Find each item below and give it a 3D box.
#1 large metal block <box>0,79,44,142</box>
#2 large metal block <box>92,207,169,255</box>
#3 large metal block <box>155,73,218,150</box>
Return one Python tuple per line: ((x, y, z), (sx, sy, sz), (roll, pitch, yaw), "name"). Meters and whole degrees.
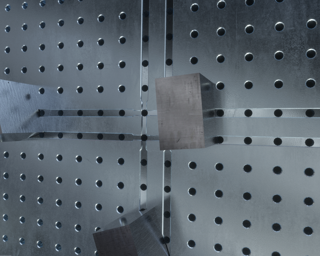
((-0.231, -0.024, 0.463), (0.050, 0.080, 0.080), (-18, 84, 19), "large metal block")
((-0.032, 0.155, 0.394), (0.050, 0.080, 0.080), (-20, 84, 19), "large metal block")
((0.034, -0.017, 0.371), (0.050, 0.080, 0.080), (-5, 89, 20), "large metal block")
